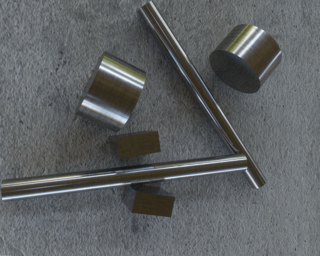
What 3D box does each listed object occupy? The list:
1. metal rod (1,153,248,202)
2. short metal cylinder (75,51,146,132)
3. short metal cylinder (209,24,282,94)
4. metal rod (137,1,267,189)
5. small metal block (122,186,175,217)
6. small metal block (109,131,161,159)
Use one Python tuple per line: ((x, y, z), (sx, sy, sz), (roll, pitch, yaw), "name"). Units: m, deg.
((-0.030, 0.059, 0.388), (0.302, 0.025, 0.025), (-4, 92, -16), "metal rod")
((-0.058, -0.041, 0.358), (0.050, 0.080, 0.080), (25, 82, -18), "short metal cylinder")
((0.115, -0.093, 0.422), (0.080, 0.080, 0.050), (44, 77, -15), "short metal cylinder")
((0.064, -0.038, 0.432), (0.025, 0.025, 0.299), (-38, 102, -16), "metal rod")
((-0.016, 0.090, 0.390), (0.050, 0.050, 0.025), (13, 88, -20), "small metal block")
((-0.033, 0.019, 0.384), (0.050, 0.050, 0.025), (-9, 93, -20), "small metal block")
